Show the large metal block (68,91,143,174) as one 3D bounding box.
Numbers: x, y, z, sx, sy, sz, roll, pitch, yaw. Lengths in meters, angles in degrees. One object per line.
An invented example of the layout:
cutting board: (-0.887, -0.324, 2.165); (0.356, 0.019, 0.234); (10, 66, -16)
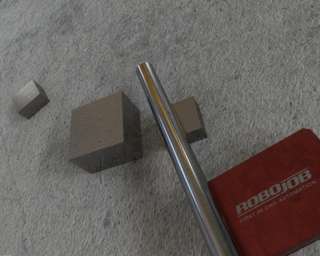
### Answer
large metal block: (-0.073, 0.007, 0.420); (0.080, 0.050, 0.080); (-19, 55, 17)

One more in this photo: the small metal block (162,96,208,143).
small metal block: (0.028, -0.006, 0.392); (0.050, 0.025, 0.050); (-21, 54, 15)

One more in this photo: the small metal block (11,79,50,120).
small metal block: (-0.232, -0.051, 0.554); (0.050, 0.025, 0.050); (-41, 51, -1)

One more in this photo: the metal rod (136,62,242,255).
metal rod: (0.022, 0.024, 0.339); (0.025, 0.025, 0.300); (-30, 50, 9)

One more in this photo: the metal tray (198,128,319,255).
metal tray: (0.112, 0.069, 0.299); (0.130, 0.030, 0.090); (-31, 52, 7)
